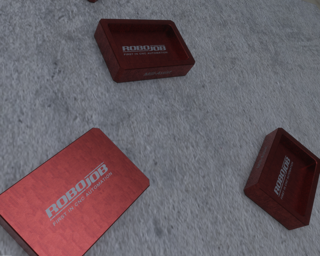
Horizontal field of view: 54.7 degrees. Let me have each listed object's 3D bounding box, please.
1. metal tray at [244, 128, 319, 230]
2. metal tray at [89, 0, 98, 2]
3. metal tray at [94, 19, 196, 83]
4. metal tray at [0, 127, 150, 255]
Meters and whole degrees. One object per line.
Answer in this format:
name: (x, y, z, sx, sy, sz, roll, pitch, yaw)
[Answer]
metal tray: (0.186, 0.071, 0.460, 0.090, 0.030, 0.131, 39, 51, -2)
metal tray: (-0.131, -0.267, 0.493, 0.130, 0.030, 0.090, 36, 51, -4)
metal tray: (-0.021, -0.118, 0.462, 0.131, 0.030, 0.090, -12, 68, -34)
metal tray: (-0.084, 0.069, 0.314, 0.090, 0.030, 0.131, 46, 51, 3)
